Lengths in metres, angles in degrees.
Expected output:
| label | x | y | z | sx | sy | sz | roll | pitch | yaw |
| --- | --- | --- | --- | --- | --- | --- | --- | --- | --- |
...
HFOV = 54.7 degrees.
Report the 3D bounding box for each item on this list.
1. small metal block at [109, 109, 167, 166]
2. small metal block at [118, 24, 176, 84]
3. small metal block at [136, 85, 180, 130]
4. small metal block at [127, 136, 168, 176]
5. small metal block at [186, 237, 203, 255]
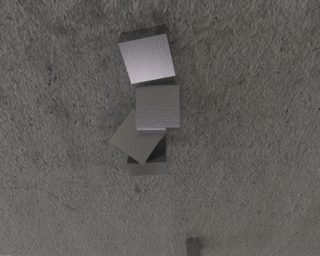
| label | x | y | z | sx | sy | sz | roll | pitch | yaw |
| --- | --- | --- | --- | --- | --- | --- | --- | --- | --- |
| small metal block | -0.027 | 0.013 | 0.388 | 0.050 | 0.050 | 0.025 | 34 | 169 | 6 |
| small metal block | -0.013 | -0.080 | 0.339 | 0.050 | 0.025 | 0.050 | -10 | 130 | 8 |
| small metal block | -0.003 | -0.024 | 0.368 | 0.050 | 0.050 | 0.025 | 0 | 173 | 0 |
| small metal block | -0.016 | 0.036 | 0.421 | 0.050 | 0.050 | 0.025 | -4 | 133 | 3 |
| small metal block | 0.069 | 0.250 | 0.604 | 0.025 | 0.050 | 0.050 | -11 | 129 | 9 |
